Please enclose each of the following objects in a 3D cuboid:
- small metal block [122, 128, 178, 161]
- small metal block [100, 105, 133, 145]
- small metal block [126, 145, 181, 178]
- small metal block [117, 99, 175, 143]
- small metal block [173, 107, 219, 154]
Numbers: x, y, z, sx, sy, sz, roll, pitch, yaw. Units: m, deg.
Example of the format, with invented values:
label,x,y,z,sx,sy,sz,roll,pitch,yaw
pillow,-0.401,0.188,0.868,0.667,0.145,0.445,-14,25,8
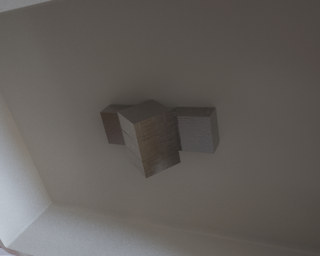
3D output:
label,x,y,z,sx,sy,sz,roll,pitch,yaw
small metal block,-0.013,0.012,0.391,0.050,0.050,0.025,33,140,55
small metal block,-0.049,-0.004,0.428,0.050,0.025,0.050,4,120,26
small metal block,-0.009,0.034,0.402,0.050,0.050,0.025,33,140,55
small metal block,-0.017,-0.010,0.379,0.050,0.050,0.025,34,140,55
small metal block,0.044,0.002,0.384,0.050,0.025,0.050,3,120,26
